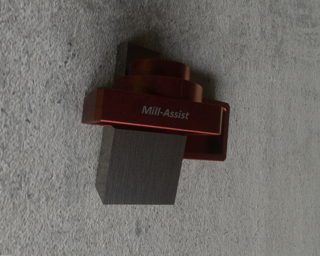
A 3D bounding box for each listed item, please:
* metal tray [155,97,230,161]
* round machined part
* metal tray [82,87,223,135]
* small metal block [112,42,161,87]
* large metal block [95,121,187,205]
[{"bbox_3d":[0.046,0.000,0.444,0.131,0.030,0.089,8,85,-40],"label":"metal tray"},{"bbox_3d":[-0.002,-0.048,0.345,0.099,0.098,0.042,8,85,-40],"label":"round machined part"},{"bbox_3d":[-0.011,-0.014,0.334,0.131,0.090,0.030,7,86,-22],"label":"metal tray"},{"bbox_3d":[-0.028,-0.073,0.385,0.050,0.025,0.050,8,85,-40],"label":"small metal block"},{"bbox_3d":[-0.023,0.038,0.348,0.081,0.050,0.079,6,99,-22],"label":"large metal block"}]
